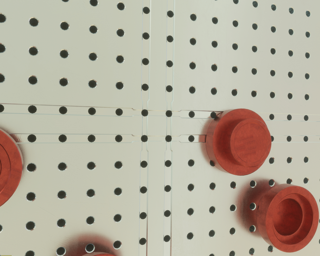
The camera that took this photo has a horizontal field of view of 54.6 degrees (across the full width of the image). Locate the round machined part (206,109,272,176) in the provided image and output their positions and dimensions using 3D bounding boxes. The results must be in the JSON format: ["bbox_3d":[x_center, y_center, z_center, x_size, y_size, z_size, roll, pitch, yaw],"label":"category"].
[{"bbox_3d":[0.120,0.021,0.447,0.099,0.042,0.097,0,90,-20],"label":"round machined part"}]

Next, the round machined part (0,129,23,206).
[{"bbox_3d":[-0.199,0.042,0.330,0.099,0.042,0.097,0,90,-20],"label":"round machined part"}]

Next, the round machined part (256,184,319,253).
[{"bbox_3d":[0.188,0.133,0.473,0.099,0.042,0.097,0,90,-20],"label":"round machined part"}]

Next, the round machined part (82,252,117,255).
[{"bbox_3d":[-0.079,0.198,0.364,0.099,0.042,0.098,11,71,-34],"label":"round machined part"}]
